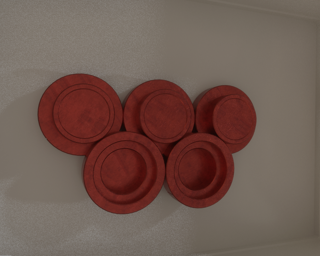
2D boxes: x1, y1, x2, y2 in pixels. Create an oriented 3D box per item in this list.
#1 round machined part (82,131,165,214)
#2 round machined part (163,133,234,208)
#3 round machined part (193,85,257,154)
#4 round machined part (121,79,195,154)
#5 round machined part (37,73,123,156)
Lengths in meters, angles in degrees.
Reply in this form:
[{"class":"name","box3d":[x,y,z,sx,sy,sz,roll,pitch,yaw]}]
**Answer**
[{"class":"round machined part","box3d":[-0.046,0.052,0.382,0.099,0.042,0.097,0,90,-20]},{"class":"round machined part","box3d":[0.046,0.054,0.417,0.099,0.042,0.097,0,90,-20]},{"class":"round machined part","box3d":[0.094,-0.012,0.433,0.099,0.042,0.097,0,89,-20]},{"class":"round machined part","box3d":[0.001,-0.014,0.399,0.099,0.042,0.097,0,89,-20]},{"class":"round machined part","box3d":[-0.091,-0.016,0.365,0.099,0.042,0.097,0,89,-21]}]
